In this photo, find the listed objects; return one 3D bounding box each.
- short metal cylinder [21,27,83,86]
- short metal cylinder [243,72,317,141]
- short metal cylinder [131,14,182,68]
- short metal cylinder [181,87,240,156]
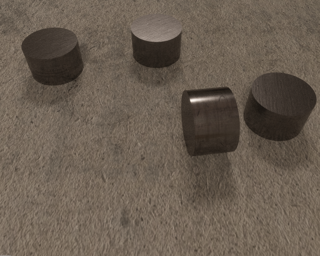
[{"bbox_3d":[-0.164,-0.111,0.478,0.081,0.050,0.080,0,50,0],"label":"short metal cylinder"},{"bbox_3d":[0.158,-0.029,0.414,0.081,0.050,0.080,0,50,0],"label":"short metal cylinder"},{"bbox_3d":[-0.006,-0.144,0.508,0.081,0.050,0.080,0,50,0],"label":"short metal cylinder"},{"bbox_3d":[0.058,-0.008,0.375,0.050,0.080,0.080,-6,50,-5],"label":"short metal cylinder"}]
